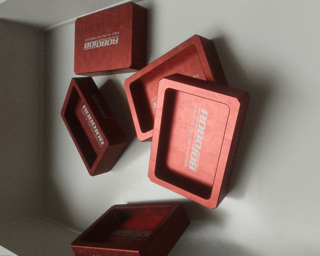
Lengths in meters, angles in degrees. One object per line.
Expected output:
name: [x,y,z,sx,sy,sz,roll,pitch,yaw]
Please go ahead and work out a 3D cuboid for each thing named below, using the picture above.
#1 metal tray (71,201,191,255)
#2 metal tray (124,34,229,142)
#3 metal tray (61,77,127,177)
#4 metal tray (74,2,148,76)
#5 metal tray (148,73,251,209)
metal tray: [-0.038,0.133,0.390,0.130,0.091,0.030,-14,105,39]
metal tray: [0.017,-0.044,0.387,0.130,0.030,0.090,-25,75,37]
metal tray: [-0.106,-0.004,0.474,0.130,0.030,0.089,57,136,24]
metal tray: [-0.077,-0.127,0.465,0.130,0.030,0.089,3,92,39]
metal tray: [0.038,0.014,0.340,0.090,0.030,0.129,20,117,26]
